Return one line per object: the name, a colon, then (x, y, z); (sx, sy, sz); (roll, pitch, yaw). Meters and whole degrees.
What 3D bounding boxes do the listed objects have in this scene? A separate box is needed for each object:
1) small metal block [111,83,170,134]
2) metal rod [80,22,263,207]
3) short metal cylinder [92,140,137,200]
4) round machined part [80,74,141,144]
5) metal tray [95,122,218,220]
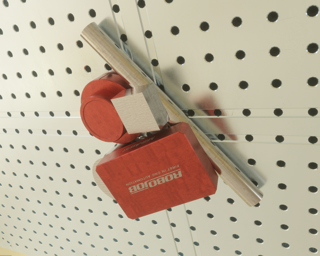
small metal block: (-0.024, -0.022, 0.375); (0.050, 0.025, 0.050); (-8, 117, 37)
metal rod: (0.017, -0.014, 0.388); (0.300, 0.025, 0.025); (45, 129, -4)
short metal cylinder: (-0.051, 0.063, 0.455); (0.080, 0.050, 0.079); (13, 124, 21)
round machined part: (-0.067, -0.020, 0.417); (0.098, 0.042, 0.097); (14, 125, 21)
metal tray: (-0.004, 0.057, 0.391); (0.130, 0.030, 0.090); (-24, 106, 23)
